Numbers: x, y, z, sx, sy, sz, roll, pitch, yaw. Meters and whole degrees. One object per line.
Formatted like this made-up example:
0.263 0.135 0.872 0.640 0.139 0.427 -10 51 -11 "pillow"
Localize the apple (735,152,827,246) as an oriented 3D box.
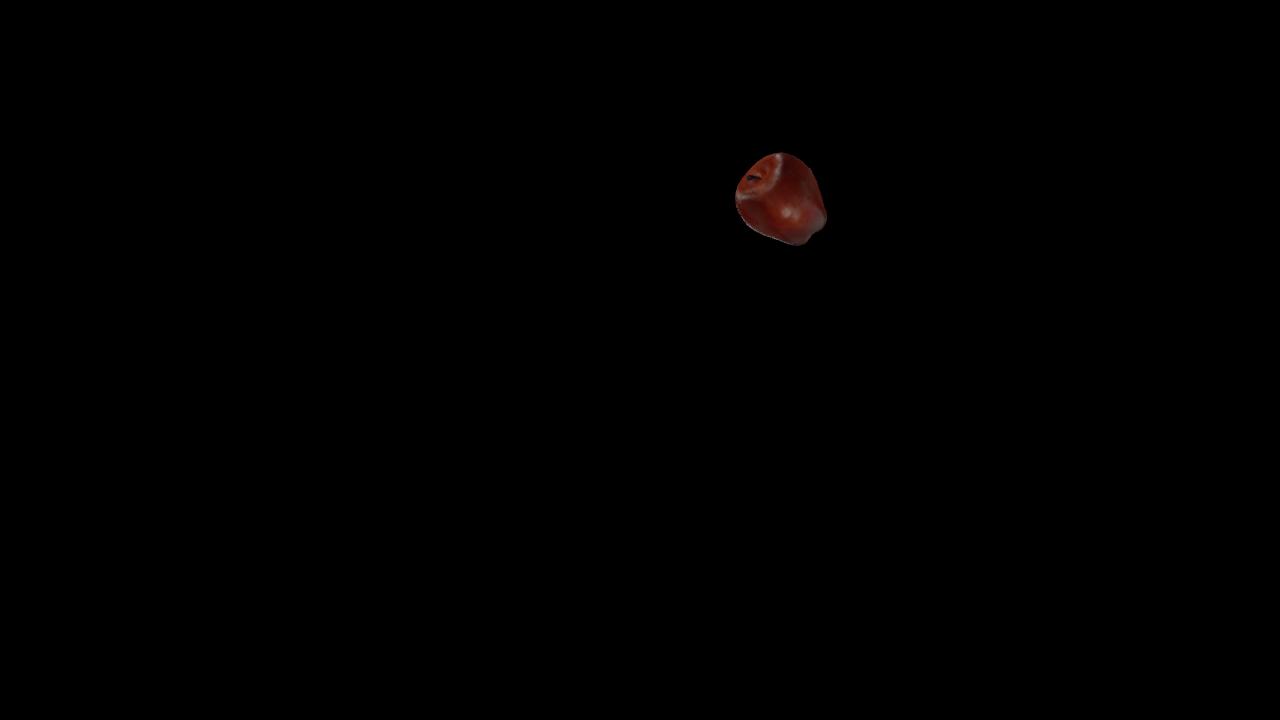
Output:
0.138 -0.155 0.604 0.093 0.079 0.079 33 -17 -28 "apple"
